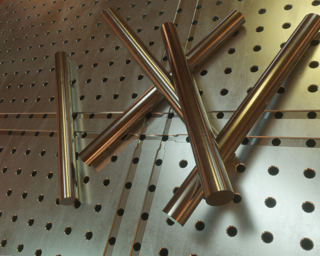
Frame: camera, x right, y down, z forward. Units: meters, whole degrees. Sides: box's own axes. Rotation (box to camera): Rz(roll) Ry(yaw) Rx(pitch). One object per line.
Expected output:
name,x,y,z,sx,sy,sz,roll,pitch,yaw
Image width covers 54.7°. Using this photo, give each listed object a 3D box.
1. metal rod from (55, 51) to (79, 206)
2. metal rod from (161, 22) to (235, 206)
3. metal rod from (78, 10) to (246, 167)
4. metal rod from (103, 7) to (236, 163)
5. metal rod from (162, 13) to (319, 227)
metal rod,-0.153,-0.019,0.497,0.025,0.025,0.299,-25,53,12
metal rod,0.032,-0.045,0.368,0.025,0.025,0.300,-24,44,13
metal rod,0.004,-0.057,0.439,0.300,0.025,0.025,-43,51,-2
metal rod,-0.002,-0.071,0.418,0.025,0.025,0.300,-37,62,3
metal rod,0.102,-0.023,0.344,0.025,0.025,0.301,26,68,36
